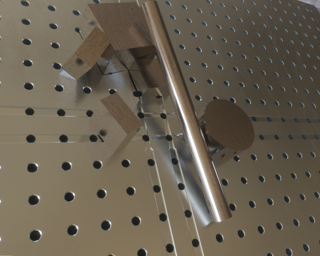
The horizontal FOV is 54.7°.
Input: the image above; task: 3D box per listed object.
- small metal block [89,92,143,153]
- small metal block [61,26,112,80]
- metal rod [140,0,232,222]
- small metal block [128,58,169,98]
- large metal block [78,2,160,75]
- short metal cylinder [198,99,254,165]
[{"bbox_3d":[-0.054,-0.005,0.368,0.025,0.050,0.050,-34,81,-38],"label":"small metal block"},{"bbox_3d":[-0.093,-0.094,0.391,0.025,0.050,0.050,40,61,-23],"label":"small metal block"},{"bbox_3d":[0.031,-0.028,0.405,0.025,0.025,0.299,-13,80,-34],"label":"metal rod"},{"bbox_3d":[-0.011,-0.073,0.449,0.050,0.025,0.050,-11,67,-33],"label":"small metal block"},{"bbox_3d":[-0.056,-0.130,0.442,0.081,0.050,0.080,-20,73,-37],"label":"large metal block"},{"bbox_3d":[0.084,0.006,0.436,0.081,0.050,0.080,14,56,-21],"label":"short metal cylinder"}]
